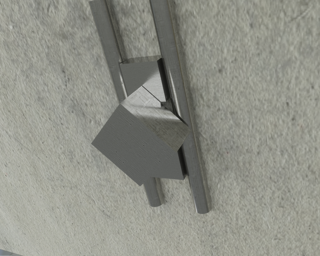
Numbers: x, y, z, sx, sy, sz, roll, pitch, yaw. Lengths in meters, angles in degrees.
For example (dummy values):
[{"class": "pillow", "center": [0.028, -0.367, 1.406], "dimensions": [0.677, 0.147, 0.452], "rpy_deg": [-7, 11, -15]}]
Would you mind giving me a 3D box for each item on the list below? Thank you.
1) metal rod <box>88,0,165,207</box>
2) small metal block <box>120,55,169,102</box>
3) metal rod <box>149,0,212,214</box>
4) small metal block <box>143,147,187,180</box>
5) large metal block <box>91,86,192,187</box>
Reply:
[{"class": "metal rod", "center": [-0.037, -0.016, 0.417], "dimensions": [0.025, 0.025, 0.298], "rpy_deg": [0, 119, 27]}, {"class": "small metal block", "center": [-0.015, -0.059, 0.377], "dimensions": [0.050, 0.025, 0.050], "rpy_deg": [1, 119, 27]}, {"class": "metal rod", "center": [0.030, -0.015, 0.382], "dimensions": [0.025, 0.025, 0.298], "rpy_deg": [0, 119, 27]}, {"class": "small metal block", "center": [0.010, 0.042, 0.427], "dimensions": [0.050, 0.025, 0.050], "rpy_deg": [1, 119, 27]}, {"class": "large metal block", "center": [-0.023, 0.011, 0.375], "dimensions": [0.080, 0.050, 0.080], "rpy_deg": [42, 129, -1]}]
